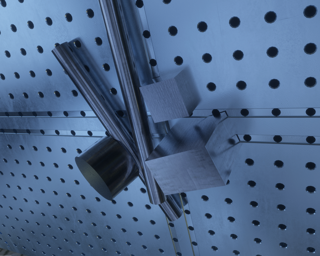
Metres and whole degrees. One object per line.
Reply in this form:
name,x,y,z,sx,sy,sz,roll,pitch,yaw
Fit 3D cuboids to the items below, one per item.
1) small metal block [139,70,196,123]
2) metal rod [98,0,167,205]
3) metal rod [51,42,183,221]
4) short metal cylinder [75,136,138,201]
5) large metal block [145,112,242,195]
small metal block,0.010,-0.038,0.382,0.050,0.025,0.050,-11,113,32
metal rod,-0.033,-0.033,0.391,0.025,0.025,0.298,-1,114,28
metal rod,-0.055,0.014,0.446,0.025,0.025,0.299,-23,106,36
short metal cylinder,-0.078,0.058,0.452,0.080,0.050,0.080,35,148,26
large metal block,0.042,0.030,0.371,0.080,0.080,0.050,-18,109,34
